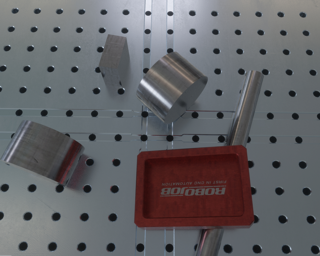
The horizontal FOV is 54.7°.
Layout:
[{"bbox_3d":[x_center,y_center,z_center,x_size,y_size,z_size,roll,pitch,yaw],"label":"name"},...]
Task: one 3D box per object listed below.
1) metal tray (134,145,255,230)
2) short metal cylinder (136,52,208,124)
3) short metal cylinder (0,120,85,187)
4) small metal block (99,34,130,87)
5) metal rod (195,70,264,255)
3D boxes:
[{"bbox_3d":[0.038,0.071,0.364,0.131,0.030,0.090,-5,65,12],"label":"metal tray"},{"bbox_3d":[0.016,-0.051,0.401,0.050,0.080,0.080,43,76,14],"label":"short metal cylinder"},{"bbox_3d":[-0.138,0.032,0.370,0.080,0.080,0.050,19,71,7],"label":"short metal cylinder"},{"bbox_3d":[-0.062,-0.093,0.432,0.025,0.050,0.050,10,70,4],"label":"small metal block"},{"bbox_3d":[0.086,0.058,0.390,0.025,0.025,0.300,18,71,6],"label":"metal rod"}]
